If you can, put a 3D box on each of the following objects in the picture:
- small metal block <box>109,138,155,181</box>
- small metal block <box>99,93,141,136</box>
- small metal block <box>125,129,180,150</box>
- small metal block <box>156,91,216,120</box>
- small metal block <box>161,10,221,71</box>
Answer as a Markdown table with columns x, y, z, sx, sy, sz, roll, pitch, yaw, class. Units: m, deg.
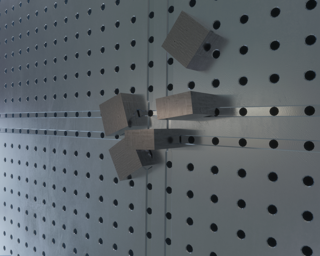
| x | y | z | sx | sy | sz | roll | pitch | yaw | class |
| --- | --- | --- | --- | --- | --- | --- | --- | --- | --- |
| -0.042 | 0.042 | 0.445 | 0.050 | 0.025 | 0.050 | -36 | 68 | 34 | small metal block |
| -0.060 | -0.019 | 0.461 | 0.050 | 0.025 | 0.050 | -23 | 76 | 38 | small metal block |
| -0.010 | 0.014 | 0.402 | 0.050 | 0.050 | 0.025 | -3 | 89 | 40 | small metal block |
| 0.031 | -0.025 | 0.368 | 0.050 | 0.050 | 0.025 | -8 | 85 | 40 | small metal block |
| 0.037 | -0.106 | 0.380 | 0.050 | 0.025 | 0.050 | 48 | 118 | 29 | small metal block |
